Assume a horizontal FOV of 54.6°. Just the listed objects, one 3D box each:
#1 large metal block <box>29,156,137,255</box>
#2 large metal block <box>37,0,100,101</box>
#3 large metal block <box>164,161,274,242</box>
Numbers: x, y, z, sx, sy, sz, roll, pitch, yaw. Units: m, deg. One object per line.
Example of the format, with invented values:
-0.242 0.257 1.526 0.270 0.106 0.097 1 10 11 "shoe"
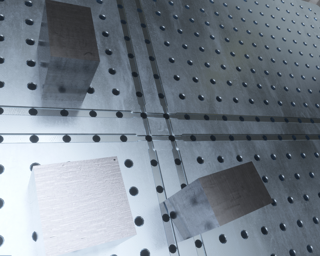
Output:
-0.078 0.078 0.302 0.081 0.050 0.080 -4 64 -30 "large metal block"
-0.112 -0.088 0.366 0.050 0.080 0.080 0 62 -28 "large metal block"
0.065 0.084 0.356 0.081 0.080 0.050 -11 67 -33 "large metal block"
